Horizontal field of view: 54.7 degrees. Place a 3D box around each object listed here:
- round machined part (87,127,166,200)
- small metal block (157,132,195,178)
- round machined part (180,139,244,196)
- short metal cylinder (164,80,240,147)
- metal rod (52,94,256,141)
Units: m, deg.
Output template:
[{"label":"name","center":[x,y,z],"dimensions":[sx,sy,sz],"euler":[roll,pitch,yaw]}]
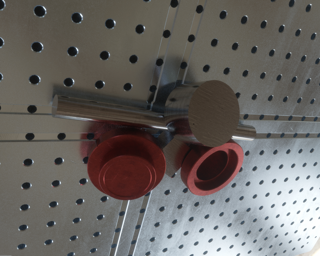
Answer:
[{"label":"round machined part","center":[-0.041,0.051,0.388],"dimensions":[0.099,0.042,0.097],"euler":[-4,118,-6]},{"label":"small metal block","center":[0.013,0.034,0.435],"dimensions":[0.050,0.025,0.050],"euler":[-45,129,3]},{"label":"round machined part","center":[0.073,0.050,0.464],"dimensions":[0.099,0.042,0.097],"euler":[-17,128,-22]},{"label":"short metal cylinder","center":[0.053,-0.018,0.389],"dimensions":[0.081,0.050,0.079],"euler":[-2,94,-32]},{"label":"metal rod","center":[0.015,-0.008,0.410],"dimensions":[0.302,0.025,0.025],"euler":[7,115,-32]}]
